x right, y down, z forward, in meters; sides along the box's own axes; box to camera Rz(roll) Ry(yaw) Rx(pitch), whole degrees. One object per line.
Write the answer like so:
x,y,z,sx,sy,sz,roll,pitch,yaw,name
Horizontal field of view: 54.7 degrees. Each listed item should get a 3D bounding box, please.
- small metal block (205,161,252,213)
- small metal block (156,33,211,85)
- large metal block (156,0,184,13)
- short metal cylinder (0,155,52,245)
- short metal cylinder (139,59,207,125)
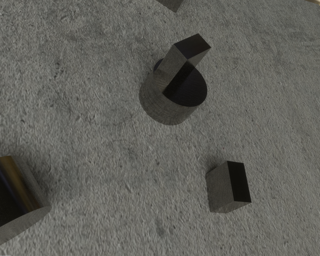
0.084,0.075,0.387,0.025,0.050,0.050,10,57,-23,small metal block
0.030,-0.088,0.393,0.050,0.050,0.025,-34,81,-38,small metal block
0.019,-0.265,0.540,0.080,0.080,0.050,31,52,-9,large metal block
-0.139,0.066,0.254,0.081,0.080,0.050,-26,76,-37,short metal cylinder
0.018,-0.050,0.428,0.081,0.050,0.080,14,56,-21,short metal cylinder
